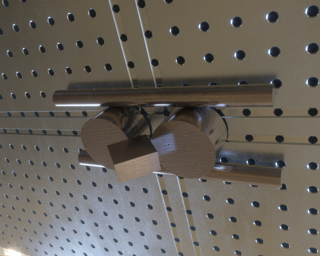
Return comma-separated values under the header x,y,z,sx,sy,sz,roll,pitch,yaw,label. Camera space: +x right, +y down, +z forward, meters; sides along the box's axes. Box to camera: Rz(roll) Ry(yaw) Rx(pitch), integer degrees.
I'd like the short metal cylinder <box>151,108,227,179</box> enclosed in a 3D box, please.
x,y,z,sx,sy,sz,roll,pitch,yaw,label
0.036,0.015,0.381,0.080,0.050,0.079,13,124,21,short metal cylinder

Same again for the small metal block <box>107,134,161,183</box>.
x,y,z,sx,sy,sz,roll,pitch,yaw,label
-0.032,0.035,0.369,0.050,0.050,0.025,-16,116,-12,small metal block

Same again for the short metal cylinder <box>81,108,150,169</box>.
x,y,z,sx,sy,sz,roll,pitch,yaw,label
-0.061,0.011,0.429,0.080,0.050,0.079,13,124,21,short metal cylinder

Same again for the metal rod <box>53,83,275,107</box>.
x,y,z,sx,sy,sz,roll,pitch,yaw,label
-0.015,-0.039,0.390,0.301,0.025,0.025,2,119,27,metal rod

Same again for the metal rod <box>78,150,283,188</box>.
x,y,z,sx,sy,sz,roll,pitch,yaw,label
0.010,0.053,0.434,0.301,0.025,0.025,2,120,27,metal rod
